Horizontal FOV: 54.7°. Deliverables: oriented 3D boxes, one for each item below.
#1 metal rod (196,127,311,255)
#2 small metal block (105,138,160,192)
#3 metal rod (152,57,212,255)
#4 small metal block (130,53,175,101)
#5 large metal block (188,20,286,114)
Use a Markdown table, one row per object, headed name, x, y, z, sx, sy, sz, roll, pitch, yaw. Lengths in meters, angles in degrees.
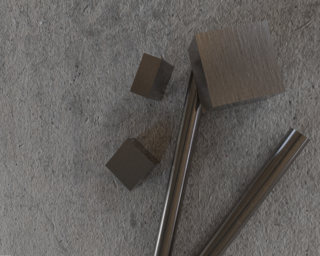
| name | x | y | z | sx | sy | sz | roll | pitch | yaw |
| --- | --- | --- | --- | --- | --- | --- | --- | --- | --- |
| metal rod | 0.080 | 0.129 | 0.380 | 0.025 | 0.025 | 0.299 | 36 | 101 | 16 |
| small metal block | -0.037 | 0.049 | 0.421 | 0.050 | 0.025 | 0.050 | 43 | 103 | 14 |
| metal rod | 0.025 | 0.057 | 0.399 | 0.025 | 0.025 | 0.298 | 13 | 94 | 19 |
| small metal block | -0.009 | -0.064 | 0.398 | 0.025 | 0.050 | 0.050 | 23 | 98 | 18 |
| large metal block | 0.083 | -0.067 | 0.351 | 0.081 | 0.050 | 0.080 | -12 | 86 | -5 |
